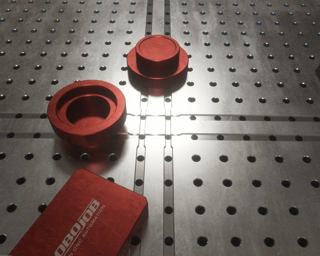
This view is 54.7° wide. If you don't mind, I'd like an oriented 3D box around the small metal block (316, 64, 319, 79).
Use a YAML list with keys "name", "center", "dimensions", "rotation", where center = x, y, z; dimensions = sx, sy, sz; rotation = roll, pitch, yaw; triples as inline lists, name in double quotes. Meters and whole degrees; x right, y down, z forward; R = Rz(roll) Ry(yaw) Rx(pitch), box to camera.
- name: "small metal block"
  center: [0.280, -0.081, 0.479]
  dimensions: [0.050, 0.025, 0.050]
  rotation: [-3, 50, -3]

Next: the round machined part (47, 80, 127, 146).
- name: "round machined part"
  center: [-0.093, -0.016, 0.409]
  dimensions: [0.099, 0.042, 0.098]
  rotation: [0, 50, 0]

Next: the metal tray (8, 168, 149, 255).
- name: "metal tray"
  center: [-0.080, 0.112, 0.309]
  dimensions: [0.090, 0.030, 0.130]
  rotation: [21, 53, 16]

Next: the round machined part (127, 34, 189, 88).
- name: "round machined part"
  center: [-0.004, -0.111, 0.490]
  dimensions: [0.099, 0.042, 0.098]
  rotation: [0, 50, 0]
